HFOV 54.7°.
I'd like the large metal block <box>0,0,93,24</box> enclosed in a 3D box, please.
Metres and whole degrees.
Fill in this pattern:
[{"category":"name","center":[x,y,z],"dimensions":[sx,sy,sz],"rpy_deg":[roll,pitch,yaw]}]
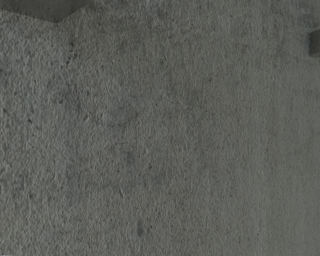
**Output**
[{"category":"large metal block","center":[-0.114,-0.137,0.273],"dimensions":[0.081,0.080,0.050],"rpy_deg":[2,89,-40]}]

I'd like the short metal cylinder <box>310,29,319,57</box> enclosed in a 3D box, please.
[{"category":"short metal cylinder","center":[0.377,-0.189,0.685],"dimensions":[0.081,0.080,0.050],"rpy_deg":[-4,93,-40]}]
